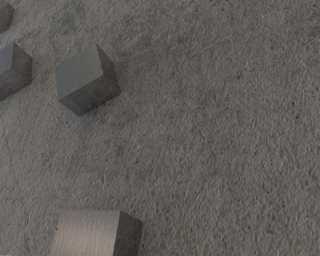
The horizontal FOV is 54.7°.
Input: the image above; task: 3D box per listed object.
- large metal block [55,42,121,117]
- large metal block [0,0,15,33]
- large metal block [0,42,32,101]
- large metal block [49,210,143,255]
[{"bbox_3d":[-0.117,-0.077,0.497,0.080,0.050,0.080,-28,52,11],"label":"large metal block"},{"bbox_3d":[-0.424,-0.279,0.782,0.080,0.050,0.080,-18,55,17],"label":"large metal block"},{"bbox_3d":[-0.306,-0.112,0.618,0.080,0.050,0.080,-25,53,12],"label":"large metal block"},{"bbox_3d":[-0.072,0.137,0.341,0.080,0.050,0.080,-7,59,24],"label":"large metal block"}]
